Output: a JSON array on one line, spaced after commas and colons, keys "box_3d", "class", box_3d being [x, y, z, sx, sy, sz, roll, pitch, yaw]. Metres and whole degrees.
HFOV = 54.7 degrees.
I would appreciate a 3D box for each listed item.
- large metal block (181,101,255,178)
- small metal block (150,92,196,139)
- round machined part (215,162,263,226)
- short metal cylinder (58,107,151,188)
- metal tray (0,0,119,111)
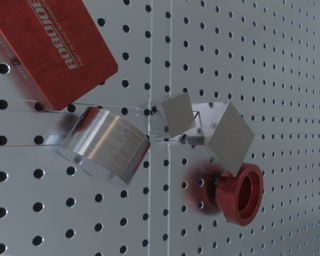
[{"box_3d": [0.090, 0.017, 0.468, 0.080, 0.050, 0.080, 46, 62, -30], "class": "large metal block"}, {"box_3d": [0.019, -0.018, 0.425, 0.050, 0.025, 0.050, -24, 106, -37], "class": "small metal block"}, {"box_3d": [0.124, 0.103, 0.496, 0.099, 0.042, 0.097, -9, 102, -47], "class": "round machined part"}, {"box_3d": [-0.057, 0.022, 0.326, 0.080, 0.080, 0.050, 43, 64, -32], "class": "short metal cylinder"}, {"box_3d": [-0.111, -0.093, 0.313, 0.090, 0.030, 0.130, -43, 116, -32], "class": "metal tray"}]
